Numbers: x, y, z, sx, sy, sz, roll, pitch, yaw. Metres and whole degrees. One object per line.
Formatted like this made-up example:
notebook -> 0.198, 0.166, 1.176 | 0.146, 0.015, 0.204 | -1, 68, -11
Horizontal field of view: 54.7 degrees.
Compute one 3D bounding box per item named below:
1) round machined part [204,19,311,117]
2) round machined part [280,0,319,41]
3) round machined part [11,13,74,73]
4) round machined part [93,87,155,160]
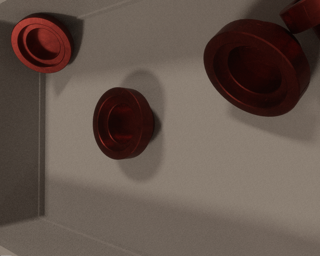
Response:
round machined part -> 0.094, -0.060, 0.295 | 0.098, 0.098, 0.042 | 24, 61, 37
round machined part -> 0.150, -0.103, 0.243 | 0.098, 0.098, 0.042 | -31, 99, 35
round machined part -> -0.197, -0.147, 0.531 | 0.098, 0.098, 0.042 | -49, 22, 29
round machined part -> -0.046, -0.006, 0.432 | 0.098, 0.042, 0.097 | 0, 90, 39
